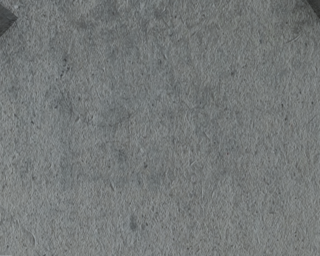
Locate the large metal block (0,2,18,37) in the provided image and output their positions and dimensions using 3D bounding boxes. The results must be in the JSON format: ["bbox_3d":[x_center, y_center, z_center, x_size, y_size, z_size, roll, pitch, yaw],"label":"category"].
[{"bbox_3d":[-0.249,-0.147,0.395,0.080,0.050,0.080,42,90,0],"label":"large metal block"}]

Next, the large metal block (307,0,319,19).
[{"bbox_3d":[0.241,-0.186,0.384,0.080,0.080,0.050,-35,90,0],"label":"large metal block"}]
